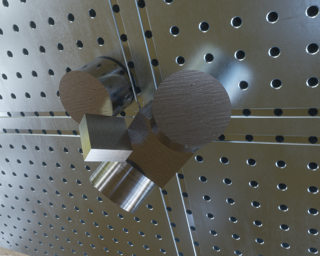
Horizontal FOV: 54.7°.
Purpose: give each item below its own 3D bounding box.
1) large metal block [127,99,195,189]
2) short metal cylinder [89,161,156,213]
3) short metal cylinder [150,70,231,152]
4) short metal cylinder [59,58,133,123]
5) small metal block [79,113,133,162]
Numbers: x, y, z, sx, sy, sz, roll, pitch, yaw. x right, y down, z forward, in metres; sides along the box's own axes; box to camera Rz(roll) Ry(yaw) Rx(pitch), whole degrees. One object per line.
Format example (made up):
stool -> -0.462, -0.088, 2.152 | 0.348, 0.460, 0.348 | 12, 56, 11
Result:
large metal block -> -0.001, 0.018, 0.399 | 0.080, 0.050, 0.080 | 38, 129, 2
short metal cylinder -> -0.051, 0.074, 0.436 | 0.080, 0.080, 0.050 | 37, 84, 5
short metal cylinder -> 0.030, -0.016, 0.336 | 0.080, 0.080, 0.050 | 37, 167, 3
short metal cylinder -> -0.083, -0.046, 0.406 | 0.080, 0.050, 0.079 | 13, 124, 21
small metal block -> -0.065, 0.012, 0.368 | 0.025, 0.050, 0.050 | -53, 44, 41
